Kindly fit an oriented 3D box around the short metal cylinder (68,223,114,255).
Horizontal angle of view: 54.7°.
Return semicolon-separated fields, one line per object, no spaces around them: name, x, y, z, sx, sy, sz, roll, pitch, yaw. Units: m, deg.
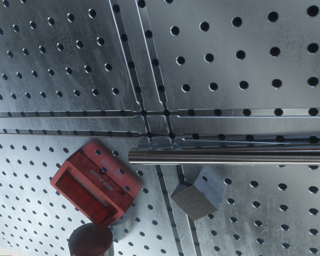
short metal cylinder;-0.128;0.226;0.583;0.080;0.080;0.050;15;124;20

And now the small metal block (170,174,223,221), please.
small metal block;0.052;0.101;0.446;0.050;0.025;0.050;47;129;-5

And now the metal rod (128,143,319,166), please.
metal rod;0.091;0.033;0.383;0.300;0.025;0.025;-4;117;30

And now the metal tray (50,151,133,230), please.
metal tray;-0.121;0.111;0.540;0.130;0.030;0.090;43;129;-2
